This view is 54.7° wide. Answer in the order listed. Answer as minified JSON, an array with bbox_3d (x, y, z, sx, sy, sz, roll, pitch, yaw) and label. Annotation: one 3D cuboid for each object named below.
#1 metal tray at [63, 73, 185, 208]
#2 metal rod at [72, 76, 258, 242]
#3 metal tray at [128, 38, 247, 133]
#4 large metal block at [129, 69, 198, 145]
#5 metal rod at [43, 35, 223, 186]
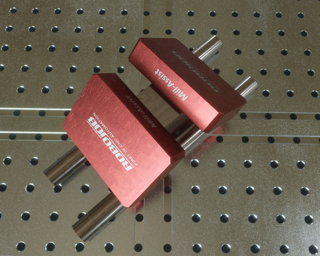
[{"bbox_3d":[-0.045,0.012,0.349,0.130,0.030,0.090,48,120,15],"label":"metal tray"},{"bbox_3d":[0.016,0.031,0.401,0.301,0.025,0.025,-40,75,-14],"label":"metal rod"},{"bbox_3d":[0.035,-0.057,0.375,0.130,0.030,0.091,45,32,14],"label":"metal tray"},{"bbox_3d":[0.001,-0.016,0.388,0.080,0.080,0.050,-40,75,-13],"label":"large metal block"},{"bbox_3d":[-0.027,-0.032,0.423,0.301,0.025,0.025,-41,75,-14],"label":"metal rod"}]
